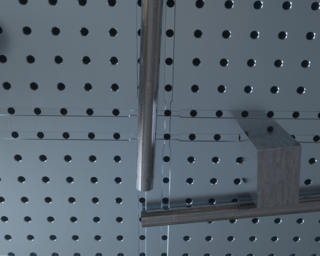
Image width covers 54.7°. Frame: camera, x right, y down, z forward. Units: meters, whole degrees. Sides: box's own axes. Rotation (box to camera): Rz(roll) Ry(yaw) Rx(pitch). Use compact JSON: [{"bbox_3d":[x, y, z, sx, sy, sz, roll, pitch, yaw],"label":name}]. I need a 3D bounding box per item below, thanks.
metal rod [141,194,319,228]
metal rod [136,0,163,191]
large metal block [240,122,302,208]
[{"bbox_3d":[0.123,0.121,0.459,0.302,0.025,0.025,-6,110,1],"label":"metal rod"},{"bbox_3d":[-0.014,-0.055,0.392,0.025,0.025,0.298,3,110,-2],"label":"metal rod"},{"bbox_3d":[0.140,0.045,0.403,0.050,0.080,0.079,-6,110,2],"label":"large metal block"}]
